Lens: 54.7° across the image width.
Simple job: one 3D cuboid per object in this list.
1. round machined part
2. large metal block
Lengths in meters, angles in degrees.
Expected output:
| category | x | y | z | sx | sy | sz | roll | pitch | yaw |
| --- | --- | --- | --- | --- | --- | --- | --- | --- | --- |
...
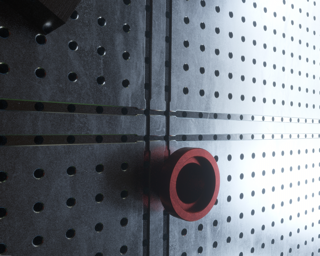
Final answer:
| category | x | y | z | sx | sy | sz | roll | pitch | yaw |
| --- | --- | --- | --- | --- | --- | --- | --- | --- | --- |
| round machined part | 0.035 | 0.075 | 0.428 | 0.099 | 0.042 | 0.097 | 0 | 90 | -40 |
| large metal block | -0.114 | -0.152 | 0.297 | 0.080 | 0.050 | 0.080 | 38 | 67 | -34 |
